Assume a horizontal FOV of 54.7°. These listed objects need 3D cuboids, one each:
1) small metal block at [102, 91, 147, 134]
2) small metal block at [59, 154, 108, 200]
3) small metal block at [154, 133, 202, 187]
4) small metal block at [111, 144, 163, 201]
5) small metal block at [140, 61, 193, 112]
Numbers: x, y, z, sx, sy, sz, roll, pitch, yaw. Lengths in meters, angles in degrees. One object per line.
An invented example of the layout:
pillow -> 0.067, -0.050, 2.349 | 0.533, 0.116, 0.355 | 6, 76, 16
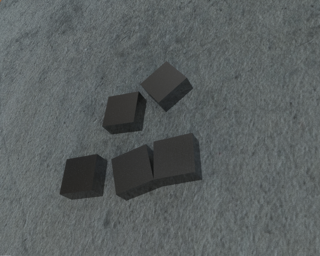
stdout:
small metal block -> -0.050, -0.021, 0.441 | 0.050, 0.025, 0.050 | -7, 59, 24
small metal block -> -0.101, 0.066, 0.415 | 0.050, 0.025, 0.050 | -11, 57, 21
small metal block -> 0.021, 0.038, 0.369 | 0.050, 0.025, 0.050 | -14, 56, 20
small metal block -> -0.029, 0.055, 0.384 | 0.050, 0.025, 0.050 | -24, 53, 13
small metal block -> 0.009, -0.058, 0.434 | 0.050, 0.025, 0.050 | -42, 51, -1
